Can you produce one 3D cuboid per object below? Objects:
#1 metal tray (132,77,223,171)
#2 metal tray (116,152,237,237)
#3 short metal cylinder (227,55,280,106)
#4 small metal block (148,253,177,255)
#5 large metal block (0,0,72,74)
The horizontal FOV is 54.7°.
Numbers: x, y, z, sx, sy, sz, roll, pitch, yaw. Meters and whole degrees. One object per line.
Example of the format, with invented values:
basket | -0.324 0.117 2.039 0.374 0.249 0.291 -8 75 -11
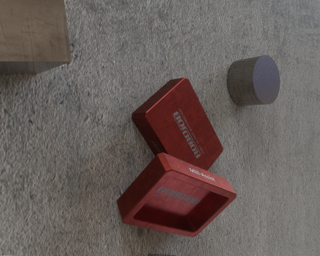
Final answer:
metal tray | 0.029 0.008 0.426 0.090 0.030 0.130 -45 117 -31
metal tray | 0.024 0.089 0.389 0.131 0.030 0.090 26 112 -37
short metal cylinder | 0.157 -0.078 0.520 0.081 0.050 0.080 0 90 -40
small metal block | 0.005 0.197 0.409 0.050 0.025 0.050 22 76 -38
large metal block | -0.132 -0.074 0.258 0.081 0.080 0.050 -10 97 -40
